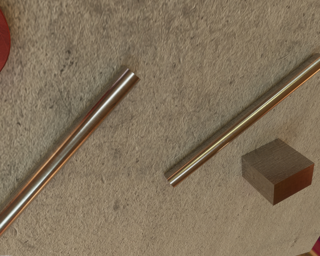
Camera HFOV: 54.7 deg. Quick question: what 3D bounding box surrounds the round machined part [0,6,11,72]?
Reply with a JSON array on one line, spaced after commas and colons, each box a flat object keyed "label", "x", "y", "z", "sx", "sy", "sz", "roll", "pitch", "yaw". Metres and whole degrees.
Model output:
[{"label": "round machined part", "x": -0.177, "y": -0.080, "z": 0.250, "sx": 0.099, "sy": 0.042, "sz": 0.097, "roll": -14, "pitch": 125, "yaw": -21}]

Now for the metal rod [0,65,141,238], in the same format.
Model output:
[{"label": "metal rod", "x": -0.131, "y": 0.047, "z": 0.364, "sx": 0.300, "sy": 0.025, "sz": 0.025, "roll": -48, "pitch": 129, "yaw": 5}]

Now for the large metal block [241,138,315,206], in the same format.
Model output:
[{"label": "large metal block", "x": 0.197, "y": 0.072, "z": 0.527, "sx": 0.081, "sy": 0.080, "sz": 0.050, "roll": -24, "pitch": 127, "yaw": -15}]

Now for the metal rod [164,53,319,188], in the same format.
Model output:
[{"label": "metal rod", "x": 0.131, "y": -0.013, "z": 0.472, "sx": 0.301, "sy": 0.025, "sz": 0.025, "roll": -38, "pitch": 130, "yaw": -3}]
